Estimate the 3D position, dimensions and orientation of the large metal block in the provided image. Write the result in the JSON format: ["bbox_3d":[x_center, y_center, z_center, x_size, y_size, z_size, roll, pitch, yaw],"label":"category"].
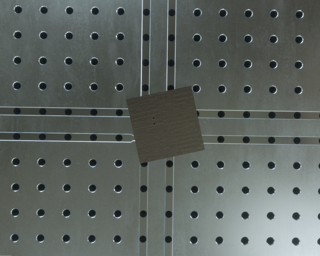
[{"bbox_3d":[0.007,-0.004,0.400,0.080,0.050,0.080,-12,90,0],"label":"large metal block"}]
